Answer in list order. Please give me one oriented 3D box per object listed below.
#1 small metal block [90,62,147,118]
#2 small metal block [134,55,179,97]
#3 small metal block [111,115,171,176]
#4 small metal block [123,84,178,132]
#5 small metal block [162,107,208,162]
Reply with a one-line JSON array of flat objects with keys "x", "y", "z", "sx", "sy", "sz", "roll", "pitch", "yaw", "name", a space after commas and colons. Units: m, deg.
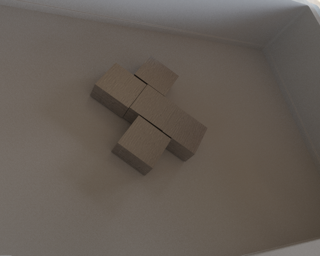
[{"x": -0.054, "y": -0.050, "z": 0.404, "sx": 0.050, "sy": 0.025, "sz": 0.050, "roll": 36, "pitch": 51, "yaw": -5, "name": "small metal block"}, {"x": -0.009, "y": -0.067, "z": 0.439, "sx": 0.050, "sy": 0.025, "sz": 0.050, "roll": 36, "pitch": 50, "yaw": -4, "name": "small metal block"}, {"x": -0.022, "y": 0.021, "z": 0.379, "sx": 0.050, "sy": 0.025, "sz": 0.050, "roll": 37, "pitch": 52, "yaw": -4, "name": "small metal block"}, {"x": -0.012, "y": -0.022, "z": 0.409, "sx": 0.050, "sy": 0.025, "sz": 0.050, "roll": 36, "pitch": 51, "yaw": -5, "name": "small metal block"}, {"x": 0.029, "y": 0.008, "z": 0.413, "sx": 0.050, "sy": 0.025, "sz": 0.050, "roll": 36, "pitch": 51, "yaw": -5, "name": "small metal block"}]
